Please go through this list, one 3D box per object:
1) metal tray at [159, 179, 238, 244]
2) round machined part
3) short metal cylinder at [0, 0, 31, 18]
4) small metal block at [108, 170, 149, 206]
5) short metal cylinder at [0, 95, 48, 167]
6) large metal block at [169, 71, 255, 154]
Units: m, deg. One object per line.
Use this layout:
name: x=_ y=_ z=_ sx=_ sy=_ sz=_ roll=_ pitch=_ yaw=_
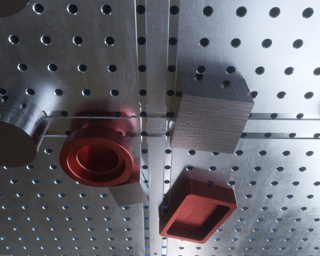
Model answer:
metal tray: x=0.062 y=0.148 z=0.534 sx=0.091 sy=0.030 sz=0.129 roll=16 pitch=128 yaw=-14
round machined part: x=-0.085 y=0.035 z=0.430 sx=0.099 sy=0.042 sz=0.097 roll=0 pitch=130 yaw=0
short metal cylinder: x=-0.145 y=-0.145 z=0.270 sx=0.081 sy=0.050 sz=0.079 roll=0 pitch=130 yaw=0
small metal block: x=-0.049 y=0.096 z=0.493 sx=0.050 sy=0.025 sz=0.050 roll=-11 pitch=130 yaw=9
short metal cylinder: x=-0.192 y=0.005 z=0.398 sx=0.081 sy=0.050 sz=0.079 roll=0 pitch=130 yaw=0
large metal block: x=0.058 y=-0.018 z=0.381 sx=0.081 sy=0.050 sz=0.079 roll=6 pitch=130 yaw=-6
